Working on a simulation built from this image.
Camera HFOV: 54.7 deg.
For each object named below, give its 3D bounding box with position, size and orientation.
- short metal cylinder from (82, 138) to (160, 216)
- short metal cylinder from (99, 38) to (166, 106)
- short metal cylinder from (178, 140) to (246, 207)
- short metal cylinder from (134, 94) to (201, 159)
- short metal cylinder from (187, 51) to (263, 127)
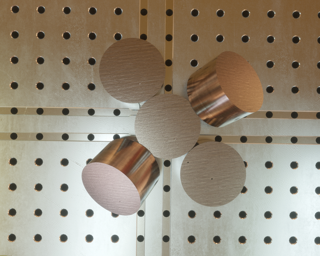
[{"bbox_3d":[-0.047,0.060,0.380,0.080,0.050,0.079,15,127,21],"label":"short metal cylinder"},{"bbox_3d":[-0.034,-0.070,0.400,0.081,0.050,0.079,0,90,-1],"label":"short metal cylinder"},{"bbox_3d":[0.065,0.056,0.402,0.081,0.050,0.079,0,90,-1],"label":"short metal cylinder"},{"bbox_3d":[0.009,-0.002,0.401,0.081,0.050,0.079,0,90,-1],"label":"short metal cylinder"},{"bbox_3d":[0.080,-0.047,0.382,0.081,0.050,0.080,16,61,-31],"label":"short metal cylinder"}]
